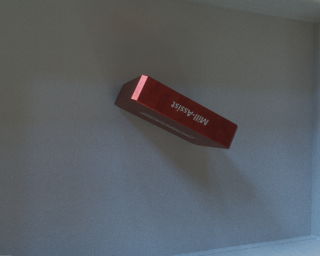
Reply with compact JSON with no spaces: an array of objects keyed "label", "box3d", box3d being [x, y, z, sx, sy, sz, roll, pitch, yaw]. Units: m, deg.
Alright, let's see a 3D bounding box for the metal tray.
[{"label":"metal tray","box3d":[0.017,-0.016,0.380,0.131,0.090,0.030,26,81,-19]}]
